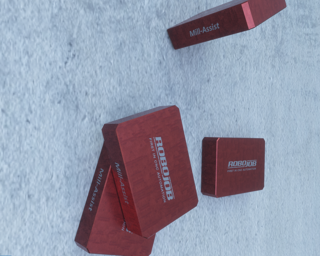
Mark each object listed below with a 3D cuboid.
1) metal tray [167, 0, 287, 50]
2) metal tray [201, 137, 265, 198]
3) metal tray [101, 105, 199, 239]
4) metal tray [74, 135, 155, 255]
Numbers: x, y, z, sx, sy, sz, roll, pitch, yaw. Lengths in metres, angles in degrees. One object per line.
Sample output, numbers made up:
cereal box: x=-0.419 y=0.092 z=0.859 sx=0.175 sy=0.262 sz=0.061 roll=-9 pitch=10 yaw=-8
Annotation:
metal tray: x=0.084 y=-0.144 z=0.409 sx=0.091 sy=0.130 sz=0.030 roll=-37 pitch=113 yaw=-34
metal tray: x=0.123 y=0.061 z=0.508 sx=0.131 sy=0.030 sz=0.089 roll=2 pitch=89 yaw=-40
metal tray: x=-0.007 y=0.046 z=0.358 sx=0.091 sy=0.030 sz=0.129 roll=-21 pitch=103 yaw=-38
metal tray: x=-0.038 y=0.082 z=0.372 sx=0.090 sy=0.030 sz=0.130 roll=24 pitch=75 yaw=-38
